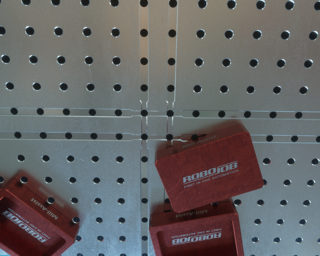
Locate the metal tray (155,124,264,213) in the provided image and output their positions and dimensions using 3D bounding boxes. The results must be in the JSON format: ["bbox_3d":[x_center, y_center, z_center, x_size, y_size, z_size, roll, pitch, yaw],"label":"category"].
[{"bbox_3d":[0.068,0.058,0.432,0.130,0.030,0.090,-19,109,6],"label":"metal tray"}]

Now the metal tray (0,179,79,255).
[{"bbox_3d":[-0.200,0.148,0.463,0.090,0.030,0.130,-43,105,14],"label":"metal tray"}]

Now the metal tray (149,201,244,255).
[{"bbox_3d":[0.056,0.167,0.472,0.131,0.030,0.090,-11,110,4],"label":"metal tray"}]
